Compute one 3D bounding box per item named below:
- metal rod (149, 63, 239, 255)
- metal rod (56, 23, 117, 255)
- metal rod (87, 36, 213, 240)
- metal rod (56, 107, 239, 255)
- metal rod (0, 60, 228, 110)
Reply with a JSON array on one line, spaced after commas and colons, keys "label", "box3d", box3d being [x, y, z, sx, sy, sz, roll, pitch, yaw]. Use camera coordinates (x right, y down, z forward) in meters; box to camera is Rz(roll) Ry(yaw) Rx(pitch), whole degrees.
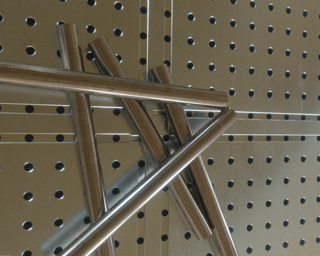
[{"label": "metal rod", "box3d": [0.051, 0.056, 0.433, 0.025, 0.025, 0.298, -24, 98, -19]}, {"label": "metal rod", "box3d": [-0.089, 0.025, 0.380, 0.025, 0.025, 0.298, -10, 94, -20]}, {"label": "metal rod", "box3d": [-0.008, 0.021, 0.410, 0.025, 0.025, 0.299, -32, 101, -17]}, {"label": "metal rod", "box3d": [-0.013, 0.074, 0.382, 0.301, 0.025, 0.025, -40, 103, -16]}, {"label": "metal rod", "box3d": [-0.056, -0.049, 0.366, 0.302, 0.025, 0.025, 5, 88, -20]}]
